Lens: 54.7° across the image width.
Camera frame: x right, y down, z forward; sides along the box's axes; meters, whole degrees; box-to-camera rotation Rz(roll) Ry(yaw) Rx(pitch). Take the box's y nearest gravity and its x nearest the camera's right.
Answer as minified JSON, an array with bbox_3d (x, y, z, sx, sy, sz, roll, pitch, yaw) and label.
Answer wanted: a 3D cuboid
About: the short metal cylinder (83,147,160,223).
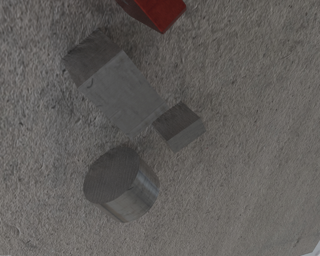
[{"bbox_3d":[-0.048,0.070,0.389,0.080,0.080,0.050,-38,129,-3],"label":"short metal cylinder"}]

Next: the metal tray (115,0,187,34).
[{"bbox_3d":[-0.043,-0.141,0.253,0.030,0.090,0.130,-47,129,4],"label":"metal tray"}]

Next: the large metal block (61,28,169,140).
[{"bbox_3d":[-0.047,-0.046,0.317,0.050,0.080,0.080,-41,130,0],"label":"large metal block"}]

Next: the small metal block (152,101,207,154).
[{"bbox_3d":[0.023,-0.002,0.402,0.050,0.050,0.025,-35,129,-5],"label":"small metal block"}]
